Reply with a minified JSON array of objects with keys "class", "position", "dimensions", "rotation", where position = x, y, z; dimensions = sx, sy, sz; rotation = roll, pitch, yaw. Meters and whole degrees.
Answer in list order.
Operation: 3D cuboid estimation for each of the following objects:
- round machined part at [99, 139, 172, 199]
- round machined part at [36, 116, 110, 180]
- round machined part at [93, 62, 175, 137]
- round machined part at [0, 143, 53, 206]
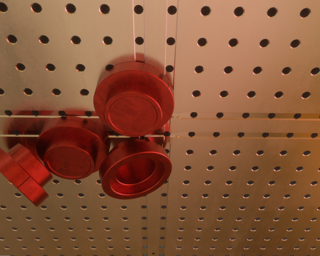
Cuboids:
[{"class":"round machined part","position":[-0.036,0.053,0.433],"dimensions":[0.099,0.042,0.097],"rotation":[-14,136,-14]},{"class":"round machined part","position":[-0.121,0.034,0.428],"dimensions":[0.099,0.042,0.097],"rotation":[-1,130,0]},{"class":"round machined part","position":[-0.031,-0.027,0.377],"dimensions":[0.099,0.042,0.097],"rotation":[-1,130,0]},{"class":"round machined part","position":[-0.187,0.059,0.426],"dimensions":[0.098,0.042,0.098],"rotation":[34,154,20]}]
